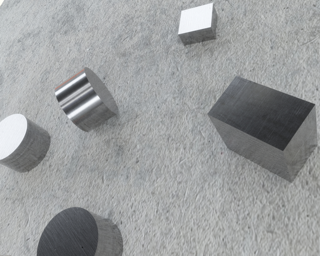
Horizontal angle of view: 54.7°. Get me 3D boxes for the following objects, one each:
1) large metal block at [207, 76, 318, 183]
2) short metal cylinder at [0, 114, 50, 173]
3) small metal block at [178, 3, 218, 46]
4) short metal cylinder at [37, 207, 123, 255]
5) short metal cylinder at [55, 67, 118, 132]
[{"bbox_3d":[0.105,0.002,0.312,0.080,0.080,0.050,31,79,38],"label":"large metal block"},{"bbox_3d":[-0.223,0.024,0.490,0.080,0.050,0.080,-13,56,21],"label":"short metal cylinder"},{"bbox_3d":[0.058,-0.157,0.470,0.050,0.025,0.050,-5,59,25],"label":"small metal block"},{"bbox_3d":[-0.090,0.136,0.352,0.080,0.050,0.080,-13,56,21],"label":"short metal cylinder"},{"bbox_3d":[-0.104,-0.041,0.448,0.050,0.080,0.080,-33,52,7],"label":"short metal cylinder"}]
